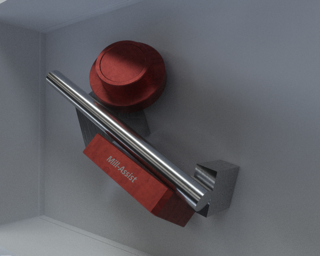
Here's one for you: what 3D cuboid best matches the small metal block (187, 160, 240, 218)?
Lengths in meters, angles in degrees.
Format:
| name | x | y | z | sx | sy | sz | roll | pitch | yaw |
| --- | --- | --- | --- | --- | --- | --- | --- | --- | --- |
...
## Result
| name | x | y | z | sx | sy | sz | roll | pitch | yaw |
| --- | --- | --- | --- | --- | --- | --- | --- | --- | --- |
| small metal block | 0.059 | 0.064 | 0.339 | 0.025 | 0.050 | 0.050 | 19 | 102 | 38 |

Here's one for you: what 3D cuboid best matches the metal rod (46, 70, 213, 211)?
| name | x | y | z | sx | sy | sz | roll | pitch | yaw |
| --- | --- | --- | --- | --- | --- | --- | --- | --- | --- |
| metal rod | -0.058 | -0.002 | 0.384 | 0.300 | 0.025 | 0.025 | 36 | 112 | 33 |

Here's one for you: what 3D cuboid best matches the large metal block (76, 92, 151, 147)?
| name | x | y | z | sx | sy | sz | roll | pitch | yaw |
| --- | --- | --- | --- | --- | --- | --- | --- | --- | --- |
| large metal block | -0.070 | -0.013 | 0.443 | 0.080 | 0.050 | 0.080 | -28 | 73 | 36 |

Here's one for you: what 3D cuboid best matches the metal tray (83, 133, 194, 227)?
| name | x | y | z | sx | sy | sz | roll | pitch | yaw |
| --- | --- | --- | --- | --- | --- | --- | --- | --- | --- |
| metal tray | -0.024 | 0.062 | 0.376 | 0.130 | 0.090 | 0.030 | 33 | 83 | 34 |

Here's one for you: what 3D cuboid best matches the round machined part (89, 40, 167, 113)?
| name | x | y | z | sx | sy | sz | roll | pitch | yaw |
| --- | --- | --- | --- | --- | --- | --- | --- | --- | --- |
| round machined part | -0.043 | -0.072 | 0.393 | 0.099 | 0.042 | 0.098 | -3 | 65 | 7 |
